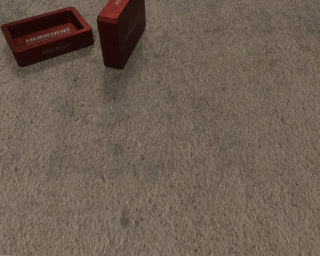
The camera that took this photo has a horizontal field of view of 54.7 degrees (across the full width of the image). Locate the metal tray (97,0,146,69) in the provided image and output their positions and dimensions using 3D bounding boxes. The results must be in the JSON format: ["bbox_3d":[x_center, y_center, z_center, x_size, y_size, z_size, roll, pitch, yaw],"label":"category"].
[{"bbox_3d":[-0.058,-0.170,0.502,0.030,0.089,0.130,12,51,9],"label":"metal tray"}]

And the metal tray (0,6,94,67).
[{"bbox_3d":[-0.192,-0.160,0.531,0.131,0.030,0.090,-24,54,-20],"label":"metal tray"}]
